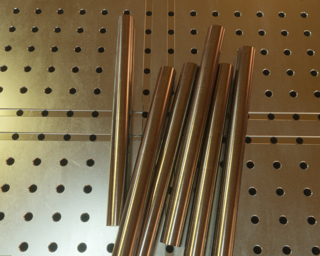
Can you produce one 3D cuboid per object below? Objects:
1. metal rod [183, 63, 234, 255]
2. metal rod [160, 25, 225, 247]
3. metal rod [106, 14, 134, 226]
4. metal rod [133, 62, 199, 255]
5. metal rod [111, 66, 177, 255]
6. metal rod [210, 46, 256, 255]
[{"bbox_3d":[0.061,0.051,0.393,0.025,0.025,0.299,12,70,4],"label":"metal rod"},{"bbox_3d":[0.047,-0.003,0.405,0.025,0.025,0.299,13,73,5],"label":"metal rod"},{"bbox_3d":[-0.051,-0.024,0.420,0.025,0.025,0.299,0,70,0],"label":"metal rod"},{"bbox_3d":[0.007,0.049,0.394,0.025,0.025,0.299,14,70,5],"label":"metal rod"},{"bbox_3d":[-0.020,0.052,0.379,0.025,0.025,0.300,11,65,4],"label":"metal rod"},{"bbox_3d":[0.097,0.025,0.403,0.025,0.025,0.299,11,70,4],"label":"metal rod"}]
